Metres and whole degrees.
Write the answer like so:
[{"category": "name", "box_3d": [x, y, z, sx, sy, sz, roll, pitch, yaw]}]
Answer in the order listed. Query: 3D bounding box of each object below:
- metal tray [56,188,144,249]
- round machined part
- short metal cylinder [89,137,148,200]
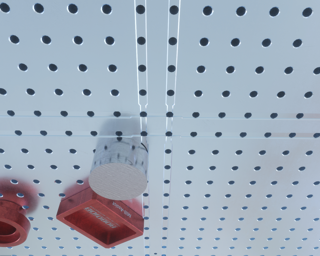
[{"category": "metal tray", "box_3d": [-0.101, 0.159, 0.542, 0.090, 0.030, 0.130, -29, 125, 22]}, {"category": "round machined part", "box_3d": [-0.274, 0.162, 0.536, 0.099, 0.042, 0.097, 0, 130, 0]}, {"category": "short metal cylinder", "box_3d": [-0.058, 0.059, 0.445, 0.081, 0.050, 0.079, 0, 130, 0]}]
